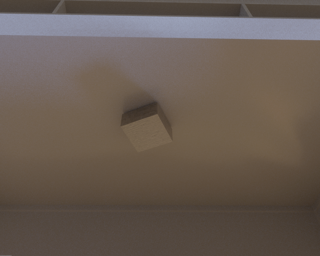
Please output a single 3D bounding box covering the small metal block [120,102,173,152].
[{"bbox_3d":[-0.016,0.000,0.404,0.050,0.025,0.050,-18,128,14],"label":"small metal block"}]
